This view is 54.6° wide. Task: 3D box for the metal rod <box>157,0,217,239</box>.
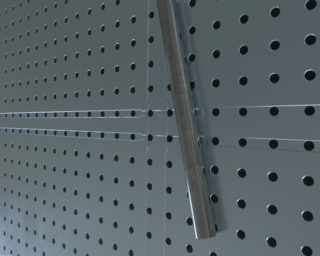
[{"bbox_3d":[0.031,-0.019,0.384,0.025,0.025,0.299,-15,81,39],"label":"metal rod"}]
